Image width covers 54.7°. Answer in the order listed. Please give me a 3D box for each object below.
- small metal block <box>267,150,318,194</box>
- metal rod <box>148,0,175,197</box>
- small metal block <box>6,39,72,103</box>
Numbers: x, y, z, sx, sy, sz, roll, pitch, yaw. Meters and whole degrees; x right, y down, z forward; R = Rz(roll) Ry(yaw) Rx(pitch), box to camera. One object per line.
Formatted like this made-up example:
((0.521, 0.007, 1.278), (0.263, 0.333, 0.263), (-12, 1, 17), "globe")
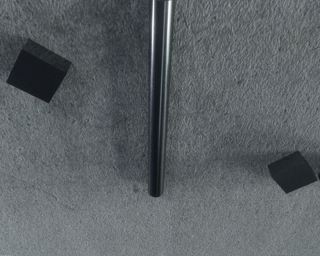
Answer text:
((0.200, 0.068, 0.468), (0.050, 0.025, 0.050), (-32, 124, 24), "small metal block")
((-0.002, -0.013, 0.395), (0.025, 0.025, 0.298), (1, 130, -1), "metal rod")
((-0.137, -0.063, 0.351), (0.050, 0.025, 0.050), (28, 124, -23), "small metal block")
